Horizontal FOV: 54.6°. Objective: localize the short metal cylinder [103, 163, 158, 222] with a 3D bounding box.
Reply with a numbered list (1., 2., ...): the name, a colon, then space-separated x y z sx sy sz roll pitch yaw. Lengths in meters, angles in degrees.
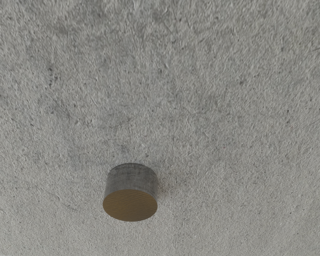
1. short metal cylinder: -0.044 0.099 0.474 0.080 0.050 0.080 0 130 0
